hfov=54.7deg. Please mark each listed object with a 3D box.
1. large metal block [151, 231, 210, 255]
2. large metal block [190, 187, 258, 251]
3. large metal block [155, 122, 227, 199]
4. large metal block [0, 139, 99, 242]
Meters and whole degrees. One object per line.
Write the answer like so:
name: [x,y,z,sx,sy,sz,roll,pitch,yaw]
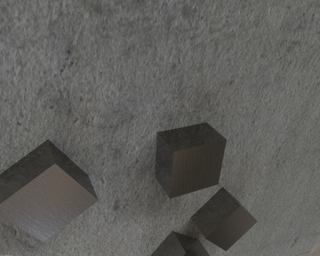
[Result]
large metal block: [0.034,0.242,0.562,0.080,0.050,0.080,33,100,-39]
large metal block: [0.117,0.166,0.560,0.080,0.050,0.080,-45,130,3]
large metal block: [0.041,0.045,0.443,0.081,0.050,0.079,-11,123,-23]
large metal block: [-0.134,0.074,0.364,0.080,0.050,0.080,-37,130,-4]
